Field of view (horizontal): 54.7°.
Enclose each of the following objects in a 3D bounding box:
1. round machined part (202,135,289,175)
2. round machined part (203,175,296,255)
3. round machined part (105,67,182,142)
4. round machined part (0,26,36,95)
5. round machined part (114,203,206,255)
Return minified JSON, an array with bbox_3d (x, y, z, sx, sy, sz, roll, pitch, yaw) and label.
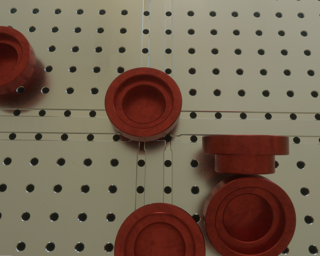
[{"bbox_3d":[0.099,0.031,0.365,0.099,0.098,0.042,1,86,0],"label":"round machined part"},{"bbox_3d":[0.098,0.100,0.356,0.099,0.042,0.097,0,93,0],"label":"round machined part"},{"bbox_3d":[-0.021,-0.028,0.413,0.099,0.042,0.098,0,70,-1],"label":"round machined part"},{"bbox_3d":[-0.223,-0.090,0.433,0.099,0.042,0.098,0,70,-1],"label":"round machined part"},{"bbox_3d":[0.000,0.137,0.353,0.099,0.042,0.098,0,70,-1],"label":"round machined part"}]
